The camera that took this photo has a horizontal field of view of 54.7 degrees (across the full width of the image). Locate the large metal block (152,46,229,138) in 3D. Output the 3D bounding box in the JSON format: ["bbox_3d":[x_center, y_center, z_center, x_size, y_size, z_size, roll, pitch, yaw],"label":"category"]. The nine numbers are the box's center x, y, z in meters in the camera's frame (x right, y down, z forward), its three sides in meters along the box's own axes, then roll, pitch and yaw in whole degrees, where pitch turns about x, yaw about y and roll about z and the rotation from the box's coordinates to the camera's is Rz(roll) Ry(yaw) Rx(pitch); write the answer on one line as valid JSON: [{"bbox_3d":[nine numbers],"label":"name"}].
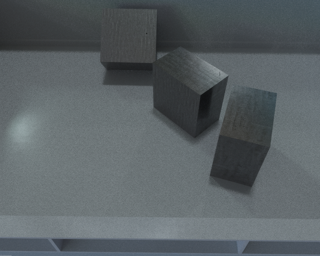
[{"bbox_3d":[0.037,-0.047,0.409,0.050,0.080,0.080,-36,59,-26],"label":"large metal block"}]

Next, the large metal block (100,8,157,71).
[{"bbox_3d":[-0.045,-0.134,0.476,0.080,0.050,0.080,2,87,1],"label":"large metal block"}]

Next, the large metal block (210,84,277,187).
[{"bbox_3d":[0.096,0.009,0.362,0.050,0.080,0.080,14,52,12],"label":"large metal block"}]
